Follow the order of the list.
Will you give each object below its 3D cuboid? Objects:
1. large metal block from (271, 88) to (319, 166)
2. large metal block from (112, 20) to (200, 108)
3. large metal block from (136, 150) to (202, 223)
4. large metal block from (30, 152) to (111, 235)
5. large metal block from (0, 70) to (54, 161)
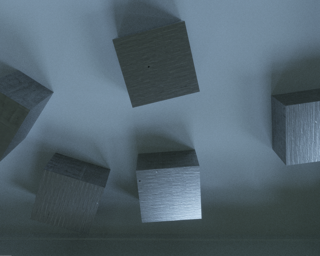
[{"bbox_3d":[0.193,-0.004,0.400,0.080,0.050,0.079,-8,110,2],"label":"large metal block"},{"bbox_3d":[-0.003,-0.078,0.369,0.080,0.050,0.080,-13,110,4],"label":"large metal block"},{"bbox_3d":[0.013,0.079,0.427,0.081,0.050,0.079,-4,110,1],"label":"large metal block"},{"bbox_3d":[-0.123,0.091,0.430,0.080,0.050,0.079,19,109,-7],"label":"large metal block"},{"bbox_3d":[-0.183,-0.016,0.374,0.050,0.080,0.080,34,106,-12],"label":"large metal block"}]
